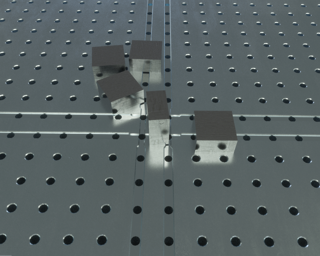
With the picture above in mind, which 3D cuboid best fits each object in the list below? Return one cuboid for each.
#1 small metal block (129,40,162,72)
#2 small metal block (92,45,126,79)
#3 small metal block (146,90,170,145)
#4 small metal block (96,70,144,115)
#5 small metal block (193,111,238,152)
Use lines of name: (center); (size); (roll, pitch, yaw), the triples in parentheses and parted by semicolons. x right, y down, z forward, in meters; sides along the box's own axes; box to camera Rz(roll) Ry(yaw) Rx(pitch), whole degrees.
small metal block: (-0.022, -0.118, 0.506); (0.050, 0.025, 0.050); (2, 50, 1)
small metal block: (-0.082, -0.106, 0.496); (0.050, 0.025, 0.050); (-6, 50, -6)
small metal block: (-0.003, -0.013, 0.402); (0.025, 0.050, 0.050); (-4, 50, -4)
small metal block: (-0.058, -0.053, 0.452); (0.050, 0.025, 0.050); (-24, 54, -19)
small metal block: (0.070, 0.004, 0.405); (0.050, 0.025, 0.050); (0, 50, 0)
